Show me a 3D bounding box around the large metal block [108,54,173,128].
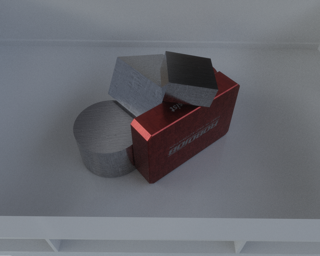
[{"bbox_3d":[-0.003,-0.049,0.382,0.080,0.050,0.081,39,35,27],"label":"large metal block"}]

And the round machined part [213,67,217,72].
[{"bbox_3d":[0.047,-0.060,0.443,0.099,0.042,0.098,0,50,0],"label":"round machined part"}]

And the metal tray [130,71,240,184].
[{"bbox_3d":[0.030,0.000,0.361,0.131,0.089,0.030,-31,56,-24],"label":"metal tray"}]

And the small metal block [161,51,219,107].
[{"bbox_3d":[0.029,-0.051,0.322,0.050,0.025,0.050,7,48,-12],"label":"small metal block"}]

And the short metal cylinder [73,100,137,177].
[{"bbox_3d":[-0.059,0.012,0.375,0.081,0.050,0.080,0,50,0],"label":"short metal cylinder"}]
